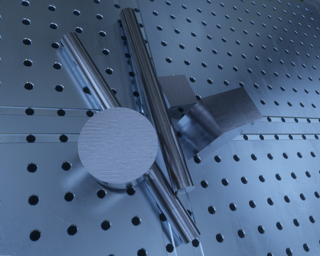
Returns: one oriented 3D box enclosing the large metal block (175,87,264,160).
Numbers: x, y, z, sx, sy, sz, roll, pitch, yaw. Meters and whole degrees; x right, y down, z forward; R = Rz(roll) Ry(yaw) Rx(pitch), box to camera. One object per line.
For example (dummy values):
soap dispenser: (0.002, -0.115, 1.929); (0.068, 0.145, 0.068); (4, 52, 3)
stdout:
large metal block: (0.076, -0.006, 0.419); (0.081, 0.080, 0.050); (-18, 72, -35)

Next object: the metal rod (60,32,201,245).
metal rod: (-0.043, 0.003, 0.384); (0.025, 0.025, 0.299); (-23, 75, -37)

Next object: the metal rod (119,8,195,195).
metal rod: (-0.012, -0.055, 0.422); (0.025, 0.025, 0.299); (-1, 58, -29)

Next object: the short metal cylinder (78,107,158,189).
short metal cylinder: (-0.044, 0.024, 0.337); (0.081, 0.050, 0.080); (2, 72, -5)

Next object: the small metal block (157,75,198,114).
small metal block: (0.020, -0.049, 0.451); (0.050, 0.025, 0.050); (-11, 67, -33)
